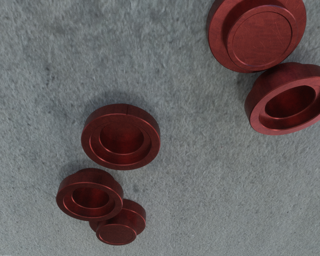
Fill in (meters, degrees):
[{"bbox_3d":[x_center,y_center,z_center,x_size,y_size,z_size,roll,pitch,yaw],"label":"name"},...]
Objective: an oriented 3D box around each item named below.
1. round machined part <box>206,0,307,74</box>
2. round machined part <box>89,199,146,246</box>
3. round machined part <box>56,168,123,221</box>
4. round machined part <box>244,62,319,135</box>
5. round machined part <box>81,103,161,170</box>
[{"bbox_3d":[0.098,-0.097,0.315,0.099,0.042,0.097,0,130,0],"label":"round machined part"},{"bbox_3d":[-0.074,0.169,0.539,0.099,0.042,0.097,-1,130,0],"label":"round machined part"},{"bbox_3d":[-0.106,0.099,0.479,0.099,0.042,0.097,-1,130,0],"label":"round machined part"},{"bbox_3d":[0.146,-0.037,0.357,0.099,0.042,0.097,-6,143,-4],"label":"round machined part"},{"bbox_3d":[-0.049,0.007,0.401,0.099,0.042,0.097,-1,130,0],"label":"round machined part"}]
